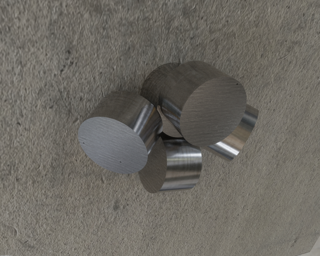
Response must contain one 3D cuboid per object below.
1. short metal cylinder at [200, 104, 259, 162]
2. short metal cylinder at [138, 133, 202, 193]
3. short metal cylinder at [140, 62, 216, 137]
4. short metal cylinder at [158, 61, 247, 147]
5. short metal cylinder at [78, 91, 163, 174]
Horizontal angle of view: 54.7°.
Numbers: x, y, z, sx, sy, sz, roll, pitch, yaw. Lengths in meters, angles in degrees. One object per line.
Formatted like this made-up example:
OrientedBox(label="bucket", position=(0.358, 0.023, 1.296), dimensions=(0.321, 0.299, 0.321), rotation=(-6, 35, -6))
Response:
OrientedBox(label="short metal cylinder", position=(0.087, -0.002, 0.414), dimensions=(0.050, 0.080, 0.080), rotation=(29, 106, 2))
OrientedBox(label="short metal cylinder", position=(0.010, 0.043, 0.405), dimensions=(0.050, 0.080, 0.079), rotation=(2, 118, -30))
OrientedBox(label="short metal cylinder", position=(0.022, -0.035, 0.384), dimensions=(0.081, 0.050, 0.079), rotation=(-14, 125, -21))
OrientedBox(label="short metal cylinder", position=(0.045, -0.027, 0.336), dimensions=(0.081, 0.050, 0.079), rotation=(-14, 125, -21))
OrientedBox(label="short metal cylinder", position=(-0.043, 0.005, 0.347), dimensions=(0.080, 0.050, 0.079), rotation=(12, 131, 14))
